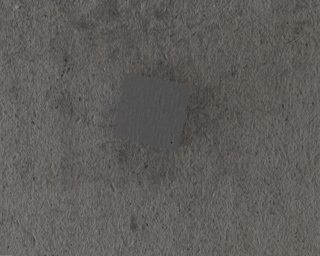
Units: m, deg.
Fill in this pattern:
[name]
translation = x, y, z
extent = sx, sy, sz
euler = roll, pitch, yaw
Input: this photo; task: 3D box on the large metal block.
[large metal block]
translation = -0.009, -0.020, 0.397
extent = 0.080, 0.050, 0.080
euler = 11, 90, 0
